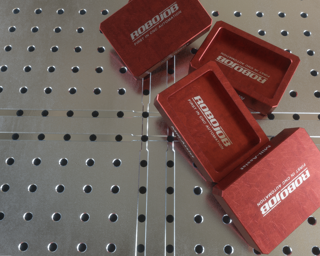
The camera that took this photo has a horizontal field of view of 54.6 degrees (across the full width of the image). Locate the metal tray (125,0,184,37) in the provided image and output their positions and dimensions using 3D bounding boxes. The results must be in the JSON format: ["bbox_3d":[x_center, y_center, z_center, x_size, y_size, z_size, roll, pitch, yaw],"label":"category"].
[{"bbox_3d":[0.005,-0.197,0.480,0.090,0.030,0.130,18,71,6],"label":"metal tray"}]

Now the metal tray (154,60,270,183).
[{"bbox_3d":[0.065,-0.008,0.393,0.090,0.030,0.130,-35,90,-12],"label":"metal tray"}]

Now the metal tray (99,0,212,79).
[{"bbox_3d":[-0.005,-0.141,0.432,0.130,0.030,0.090,-35,90,2],"label":"metal tray"}]

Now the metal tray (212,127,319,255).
[{"bbox_3d":[0.139,0.071,0.368,0.130,0.030,0.090,-36,94,-12],"label":"metal tray"}]

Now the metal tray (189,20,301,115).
[{"bbox_3d":[0.118,-0.087,0.441,0.130,0.030,0.090,29,72,10],"label":"metal tray"}]
